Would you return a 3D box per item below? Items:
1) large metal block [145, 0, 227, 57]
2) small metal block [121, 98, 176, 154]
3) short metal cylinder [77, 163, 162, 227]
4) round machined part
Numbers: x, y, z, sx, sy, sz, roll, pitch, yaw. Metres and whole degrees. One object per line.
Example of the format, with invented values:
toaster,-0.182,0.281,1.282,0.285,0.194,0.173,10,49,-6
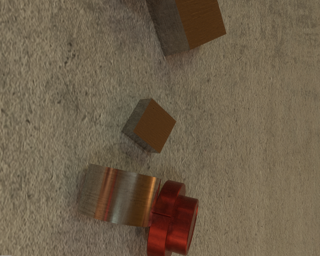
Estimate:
large metal block,0.037,-0.152,0.421,0.081,0.050,0.080,-32,110,-36
small metal block,-0.013,-0.002,0.396,0.050,0.025,0.050,42,64,-32
short metal cylinder,-0.043,0.071,0.335,0.080,0.080,0.050,20,77,-39
round machined part,0.020,0.116,0.381,0.098,0.042,0.097,10,91,-76
